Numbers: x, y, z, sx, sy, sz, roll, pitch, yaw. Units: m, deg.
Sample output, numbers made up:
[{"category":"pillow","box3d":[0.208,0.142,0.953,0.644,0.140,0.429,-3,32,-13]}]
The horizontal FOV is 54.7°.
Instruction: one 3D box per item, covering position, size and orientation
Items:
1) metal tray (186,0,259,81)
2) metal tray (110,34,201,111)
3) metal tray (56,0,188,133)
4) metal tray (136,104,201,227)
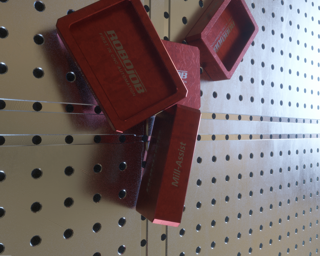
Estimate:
[{"category":"metal tray","box3d":[0.104,-0.150,0.495,0.090,0.030,0.130,49,61,-29]},{"category":"metal tray","box3d":[-0.002,-0.068,0.406,0.131,0.030,0.089,-2,92,-40]},{"category":"metal tray","box3d":[-0.039,-0.071,0.336,0.090,0.030,0.130,-30,98,-13]},{"category":"metal tray","box3d":[0.007,0.043,0.372,0.030,0.090,0.129,14,80,-14]}]
